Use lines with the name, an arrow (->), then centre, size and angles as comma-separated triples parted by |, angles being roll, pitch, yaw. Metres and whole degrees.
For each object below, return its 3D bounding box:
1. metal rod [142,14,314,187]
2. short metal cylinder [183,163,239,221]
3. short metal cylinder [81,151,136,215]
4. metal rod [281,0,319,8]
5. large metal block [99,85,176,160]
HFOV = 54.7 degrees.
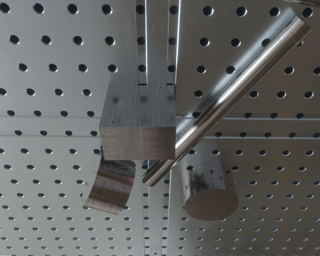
metal rod -> 0.066, -0.015, 0.399 | 0.025, 0.025, 0.298 | 27, 125, -21
short metal cylinder -> 0.077, 0.100, 0.481 | 0.081, 0.050, 0.079 | 0, 130, 0
short metal cylinder -> -0.074, 0.078, 0.441 | 0.050, 0.080, 0.079 | 21, 127, -17
metal rod -> 0.044, -0.147, 0.286 | 0.302, 0.025, 0.025 | 8, 130, -7
large metal block -> -0.023, -0.008, 0.368 | 0.081, 0.080, 0.050 | 0, 130, 0
